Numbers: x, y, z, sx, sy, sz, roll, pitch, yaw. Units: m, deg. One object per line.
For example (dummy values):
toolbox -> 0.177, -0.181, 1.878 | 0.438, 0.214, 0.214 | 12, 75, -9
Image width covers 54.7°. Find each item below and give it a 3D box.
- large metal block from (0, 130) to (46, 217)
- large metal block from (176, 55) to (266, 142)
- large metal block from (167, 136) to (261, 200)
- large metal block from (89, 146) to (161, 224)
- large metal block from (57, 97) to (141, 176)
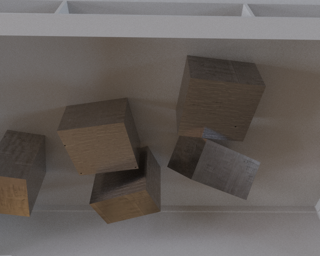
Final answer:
large metal block -> -0.194, 0.062, 0.424 | 0.050, 0.080, 0.079 | 9, 130, -8
large metal block -> 0.066, -0.033, 0.365 | 0.081, 0.050, 0.079 | 6, 130, -5
large metal block -> 0.067, 0.048, 0.406 | 0.080, 0.080, 0.050 | 23, 86, -19
large metal block -> -0.046, 0.080, 0.441 | 0.080, 0.080, 0.050 | -17, 128, 14
large metal block -> -0.074, 0.012, 0.402 | 0.080, 0.050, 0.080 | -8, 130, 6
